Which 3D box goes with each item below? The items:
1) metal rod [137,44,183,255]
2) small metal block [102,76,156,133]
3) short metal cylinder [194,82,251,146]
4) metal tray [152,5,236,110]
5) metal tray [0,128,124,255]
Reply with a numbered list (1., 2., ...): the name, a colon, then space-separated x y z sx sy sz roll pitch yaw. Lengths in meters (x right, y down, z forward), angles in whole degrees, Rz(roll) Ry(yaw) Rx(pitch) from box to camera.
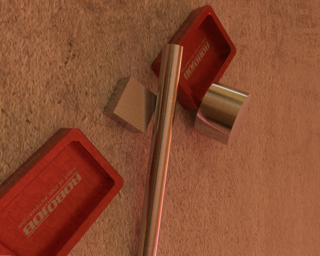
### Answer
1. metal rod: -0.003 0.048 0.383 0.025 0.025 0.298 5 93 -40
2. small metal block: -0.034 -0.027 0.378 0.050 0.025 0.050 36 68 -35
3. short metal cylinder: 0.090 -0.020 0.442 0.080 0.050 0.080 -52 156 -35
4. metal tray: 0.054 -0.101 0.448 0.090 0.030 0.130 49 61 -29
5. metal tray: -0.108 0.073 0.312 0.130 0.030 0.090 -50 120 -28
